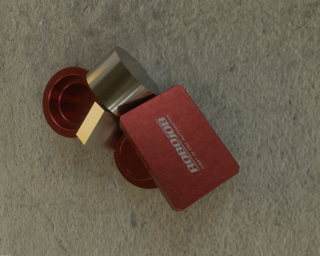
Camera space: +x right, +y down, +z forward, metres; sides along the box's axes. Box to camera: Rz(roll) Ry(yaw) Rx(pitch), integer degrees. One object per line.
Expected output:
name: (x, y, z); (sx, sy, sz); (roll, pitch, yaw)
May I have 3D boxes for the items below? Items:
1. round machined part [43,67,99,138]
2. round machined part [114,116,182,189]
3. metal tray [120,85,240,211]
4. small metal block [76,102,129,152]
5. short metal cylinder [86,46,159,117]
round machined part: (-0.113, -0.035, 0.439); (0.098, 0.042, 0.097); (0, 90, 19)
round machined part: (-0.018, 0.032, 0.406); (0.098, 0.042, 0.097); (0, 90, 19)
metal tray: (0.022, 0.022, 0.376); (0.091, 0.030, 0.130); (-31, 79, -15)
small metal block: (-0.071, 0.000, 0.402); (0.025, 0.050, 0.050); (41, 104, 40)
short metal cylinder: (-0.046, -0.057, 0.397); (0.050, 0.080, 0.080); (-39, 78, 16)
